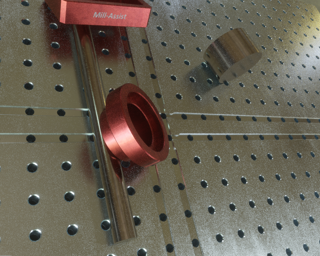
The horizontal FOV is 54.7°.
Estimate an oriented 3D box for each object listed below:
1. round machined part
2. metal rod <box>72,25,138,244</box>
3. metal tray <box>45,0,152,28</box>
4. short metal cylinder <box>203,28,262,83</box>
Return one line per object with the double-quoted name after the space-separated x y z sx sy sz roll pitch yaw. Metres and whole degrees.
-0.033 0.001 0.361 0.098 0.042 0.098 50 25 -33 "round machined part"
-0.074 -0.016 0.378 0.025 0.025 0.299 -2 63 -30 "metal rod"
-0.089 -0.180 0.446 0.131 0.030 0.090 -9 44 -33 "metal tray"
0.119 -0.118 0.512 0.081 0.080 0.050 -19 72 -36 "short metal cylinder"
